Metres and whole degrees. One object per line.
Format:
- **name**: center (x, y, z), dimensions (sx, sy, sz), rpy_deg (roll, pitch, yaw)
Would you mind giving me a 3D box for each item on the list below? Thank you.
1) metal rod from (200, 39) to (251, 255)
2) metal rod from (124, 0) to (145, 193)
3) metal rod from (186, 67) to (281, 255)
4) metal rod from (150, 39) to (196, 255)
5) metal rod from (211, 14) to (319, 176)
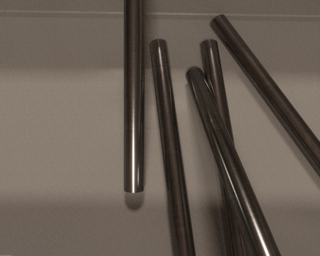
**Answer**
- **metal rod**: center (0.084, 0.017, 0.404), dimensions (0.025, 0.025, 0.299), rpy_deg (-4, 70, -2)
- **metal rod**: center (-0.031, -0.072, 0.372), dimensions (0.025, 0.025, 0.298), rpy_deg (0, 94, 0)
- **metal rod**: center (0.071, 0.029, 0.335), dimensions (0.025, 0.025, 0.300), rpy_deg (-8, 45, -3)
- **metal rod**: center (0.013, 0.017, 0.403), dimensions (0.025, 0.025, 0.299), rpy_deg (-6, 70, -3)
- **metal rod**: center (0.160, -0.039, 0.425), dimensions (0.025, 0.025, 0.299), rpy_deg (-27, 73, -10)
